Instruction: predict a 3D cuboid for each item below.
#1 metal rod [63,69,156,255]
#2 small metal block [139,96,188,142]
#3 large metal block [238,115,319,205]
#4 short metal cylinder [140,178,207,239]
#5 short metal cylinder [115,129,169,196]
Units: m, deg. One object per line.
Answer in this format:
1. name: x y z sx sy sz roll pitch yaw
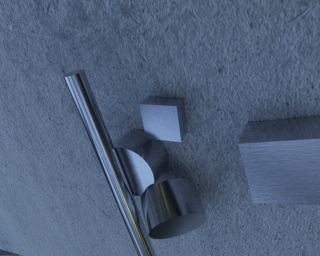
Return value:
1. metal rod: -0.058 0.068 0.413 0.025 0.025 0.298 -3 117 29
2. small metal block: 0.006 -0.012 0.395 0.050 0.025 0.050 5 121 25
3. large metal block: 0.139 0.036 0.339 0.080 0.050 0.080 -6 116 30
4. short metal cylinder: 0.018 0.111 0.422 0.081 0.050 0.080 -12 145 -9
5. short metal cylinder: -0.034 0.048 0.437 0.080 0.050 0.079 13 124 20
